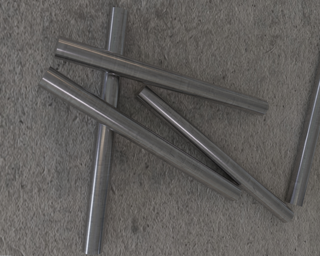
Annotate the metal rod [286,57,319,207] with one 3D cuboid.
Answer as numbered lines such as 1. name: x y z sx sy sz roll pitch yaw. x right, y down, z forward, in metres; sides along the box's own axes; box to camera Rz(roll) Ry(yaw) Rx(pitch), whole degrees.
1. metal rod: 0.251 -0.023 0.501 0.025 0.025 0.299 18 84 -19

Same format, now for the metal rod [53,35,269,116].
1. metal rod: 0.021 -0.059 0.398 0.302 0.025 0.025 12 86 -26

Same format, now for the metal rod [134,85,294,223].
1. metal rod: 0.086 0.044 0.440 0.301 0.025 0.025 40 78 -16

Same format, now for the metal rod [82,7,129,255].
1. metal rod: -0.067 0.002 0.384 0.025 0.025 0.298 7 88 -20

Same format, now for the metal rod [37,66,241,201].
1. metal rod: -0.007 0.020 0.386 0.301 0.025 0.025 33 79 -25
